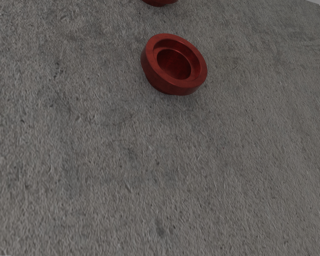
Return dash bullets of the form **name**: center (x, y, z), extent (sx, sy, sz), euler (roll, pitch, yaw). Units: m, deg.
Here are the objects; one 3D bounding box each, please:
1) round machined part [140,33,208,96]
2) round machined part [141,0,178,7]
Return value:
- **round machined part**: center (0.017, -0.088, 0.455), extent (0.099, 0.042, 0.098), euler (14, 56, -21)
- **round machined part**: center (-0.008, -0.252, 0.542), extent (0.099, 0.042, 0.098), euler (14, 56, -21)
